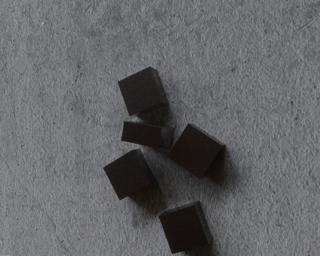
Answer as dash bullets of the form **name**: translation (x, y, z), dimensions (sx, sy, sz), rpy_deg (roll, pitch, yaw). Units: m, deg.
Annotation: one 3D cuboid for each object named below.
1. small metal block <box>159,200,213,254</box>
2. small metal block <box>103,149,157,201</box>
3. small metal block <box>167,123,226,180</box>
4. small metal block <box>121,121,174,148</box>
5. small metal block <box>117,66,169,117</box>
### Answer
- **small metal block**: translation (0.033, 0.127, 0.397), dimensions (0.050, 0.025, 0.050), rpy_deg (-22, 83, 18)
- **small metal block**: translation (-0.041, 0.063, 0.424), dimensions (0.050, 0.025, 0.050), rpy_deg (-32, 80, 17)
- **small metal block**: translation (0.046, 0.029, 0.393), dimensions (0.050, 0.025, 0.050), rpy_deg (34, 101, 16)
- **small metal block**: translation (-0.015, 0.008, 0.401), dimensions (0.050, 0.050, 0.025), rpy_deg (11, 94, 19)
- **small metal block**: translation (-0.022, -0.048, 0.417), dimensions (0.050, 0.025, 0.050), rpy_deg (-22, 83, 18)
